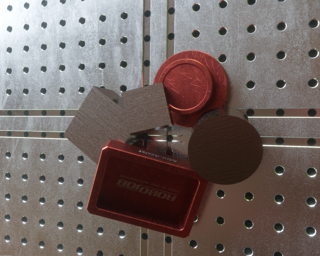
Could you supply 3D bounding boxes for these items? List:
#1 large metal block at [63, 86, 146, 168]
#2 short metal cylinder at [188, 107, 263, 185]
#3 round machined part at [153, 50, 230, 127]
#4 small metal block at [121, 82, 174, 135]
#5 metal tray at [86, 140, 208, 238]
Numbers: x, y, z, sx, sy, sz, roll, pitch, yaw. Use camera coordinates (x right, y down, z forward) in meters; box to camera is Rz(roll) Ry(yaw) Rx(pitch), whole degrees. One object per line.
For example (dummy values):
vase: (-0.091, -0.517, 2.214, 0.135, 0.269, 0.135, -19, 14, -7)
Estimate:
large metal block: (-0.070, 0.000, 0.424, 0.080, 0.050, 0.080, 37, 102, 16)
short metal cylinder: (0.074, 0.019, 0.361, 0.080, 0.050, 0.079, 2, 104, 8)
round machined part: (0.036, -0.050, 0.390, 0.098, 0.042, 0.097, 0, 90, 20)
small metal block: (-0.014, -0.022, 0.368, 0.050, 0.025, 0.050, -13, 83, 8)
metal tray: (-0.015, 0.076, 0.385, 0.131, 0.030, 0.089, 16, 103, -3)
